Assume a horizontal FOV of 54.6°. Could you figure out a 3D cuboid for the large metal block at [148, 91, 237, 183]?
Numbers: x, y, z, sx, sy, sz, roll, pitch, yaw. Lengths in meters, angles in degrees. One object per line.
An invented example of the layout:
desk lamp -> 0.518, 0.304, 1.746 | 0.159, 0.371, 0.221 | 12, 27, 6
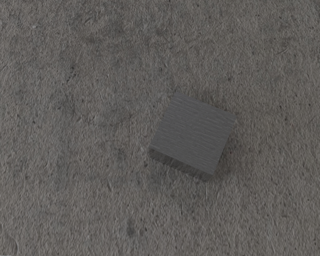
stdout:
large metal block -> 0.040, 0.012, 0.391 | 0.080, 0.050, 0.080 | 23, 72, 8
